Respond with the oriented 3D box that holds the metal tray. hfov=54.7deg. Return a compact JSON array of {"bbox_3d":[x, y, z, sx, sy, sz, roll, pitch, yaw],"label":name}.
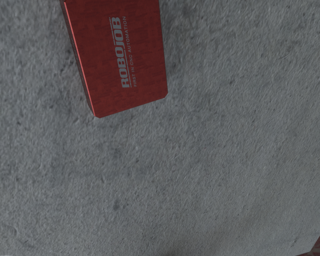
[{"bbox_3d":[-0.043,-0.083,0.330,0.091,0.030,0.129,-19,126,-17],"label":"metal tray"}]
